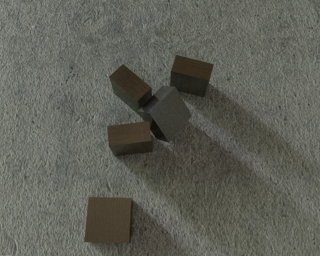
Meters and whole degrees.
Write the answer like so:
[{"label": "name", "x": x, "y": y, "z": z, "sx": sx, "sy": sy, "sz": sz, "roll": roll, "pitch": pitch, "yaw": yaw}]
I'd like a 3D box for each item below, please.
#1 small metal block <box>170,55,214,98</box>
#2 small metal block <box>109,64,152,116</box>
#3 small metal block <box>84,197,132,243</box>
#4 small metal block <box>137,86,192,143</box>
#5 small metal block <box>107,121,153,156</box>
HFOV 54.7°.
[{"label": "small metal block", "x": 0.042, "y": -0.069, "z": 0.420, "sx": 0.050, "sy": 0.050, "sz": 0.025, "roll": 15, "pitch": 71, "yaw": 5}, {"label": "small metal block", "x": -0.037, "y": -0.049, "z": 0.412, "sx": 0.050, "sy": 0.050, "sz": 0.025, "roll": 41, "pitch": 75, "yaw": 13}, {"label": "small metal block", "x": -0.059, "y": 0.109, "z": 0.368, "sx": 0.050, "sy": 0.025, "sz": 0.050, "roll": 1, "pitch": 70, "yaw": 0}, {"label": "small metal block", "x": 0.007, "y": -0.018, "z": 0.396, "sx": 0.025, "sy": 0.050, "sz": 0.050, "roll": 12, "pitch": 53, "yaw": 49}, {"label": "small metal block", "x": -0.036, "y": 0.015, "z": 0.389, "sx": 0.050, "sy": 0.050, "sz": 0.025, "roll": -7, "pitch": 71, "yaw": -2}]
